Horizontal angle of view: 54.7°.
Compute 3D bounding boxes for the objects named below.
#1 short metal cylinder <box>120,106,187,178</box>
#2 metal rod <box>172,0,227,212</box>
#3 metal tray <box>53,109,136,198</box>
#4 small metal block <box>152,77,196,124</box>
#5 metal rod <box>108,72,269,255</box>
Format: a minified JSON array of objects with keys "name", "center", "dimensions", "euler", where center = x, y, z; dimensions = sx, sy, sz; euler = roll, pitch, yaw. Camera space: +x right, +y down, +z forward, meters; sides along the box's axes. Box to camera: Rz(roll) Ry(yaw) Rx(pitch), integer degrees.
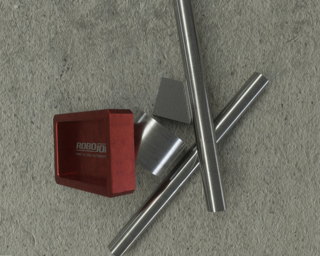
[{"name":"short metal cylinder","center":[-0.013,0.017,0.382],"dimensions":[0.080,0.080,0.050],"euler":[37,90,0]},{"name":"metal rod","center":[0.047,-0.047,0.385],"dimensions":[0.025,0.025,0.298],"euler":[-9,89,0]},{"name":"metal tray","center":[-0.082,0.026,0.364],"dimensions":[0.030,0.130,0.089],"euler":[-2,90,-43]},{"name":"small metal block","center":[0.021,-0.035,0.410],"dimensions":[0.050,0.025,0.050],"euler":[15,90,0]},{"name":"metal rod","center":[0.038,0.048,0.410],"dimensions":[0.025,0.025,0.300],"euler":[40,90,0]}]
